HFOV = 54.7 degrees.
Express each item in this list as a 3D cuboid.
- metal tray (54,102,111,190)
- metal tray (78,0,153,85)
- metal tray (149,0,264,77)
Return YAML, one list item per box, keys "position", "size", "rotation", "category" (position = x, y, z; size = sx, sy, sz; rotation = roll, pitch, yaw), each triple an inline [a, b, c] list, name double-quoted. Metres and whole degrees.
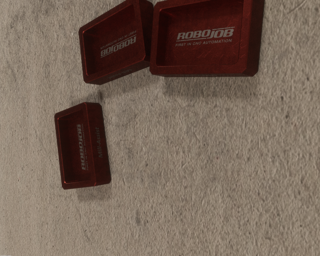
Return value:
- position: [-0.128, 0.031, 0.504]
  size: [0.090, 0.030, 0.129]
  rotation: [-14, 81, 38]
  category: "metal tray"
- position: [-0.064, -0.122, 0.451]
  size: [0.130, 0.030, 0.089]
  rotation: [-12, 83, 39]
  category: "metal tray"
- position: [0.049, -0.106, 0.359]
  size: [0.130, 0.030, 0.089]
  rotation: [7, 95, 39]
  category: "metal tray"
